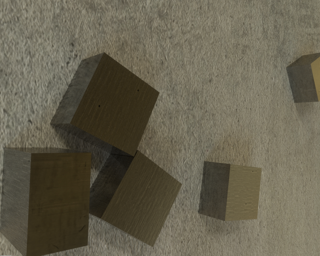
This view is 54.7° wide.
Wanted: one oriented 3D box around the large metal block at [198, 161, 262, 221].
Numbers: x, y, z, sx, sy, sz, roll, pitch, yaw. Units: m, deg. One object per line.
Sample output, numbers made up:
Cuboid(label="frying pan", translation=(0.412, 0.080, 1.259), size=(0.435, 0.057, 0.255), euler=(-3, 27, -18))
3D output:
Cuboid(label="large metal block", translation=(0.110, 0.096, 0.480), size=(0.081, 0.050, 0.080), euler=(12, 83, -39))

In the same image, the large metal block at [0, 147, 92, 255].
Cuboid(label="large metal block", translation=(-0.106, 0.060, 0.280), size=(0.050, 0.080, 0.080), euler=(3, 88, -40))

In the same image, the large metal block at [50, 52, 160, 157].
Cuboid(label="large metal block", translation=(-0.058, -0.023, 0.340), size=(0.080, 0.050, 0.080), euler=(33, 70, -35))

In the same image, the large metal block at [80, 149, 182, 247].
Cuboid(label="large metal block", translation=(-0.032, 0.079, 0.362), size=(0.080, 0.050, 0.080), euler=(42, 65, -32))

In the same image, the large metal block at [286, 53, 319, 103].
Cuboid(label="large metal block", translation=(0.317, -0.107, 0.653), size=(0.081, 0.050, 0.080), euler=(-33, 111, -35))
